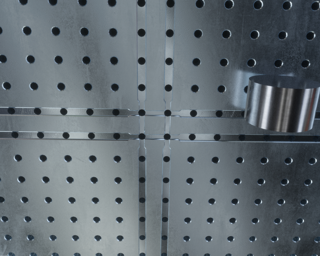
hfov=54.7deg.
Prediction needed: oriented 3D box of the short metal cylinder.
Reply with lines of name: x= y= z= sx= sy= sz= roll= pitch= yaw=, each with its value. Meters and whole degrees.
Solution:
short metal cylinder: x=0.146 y=-0.032 z=0.374 sx=0.081 sy=0.080 sz=0.050 roll=1 pitch=110 yaw=-1
